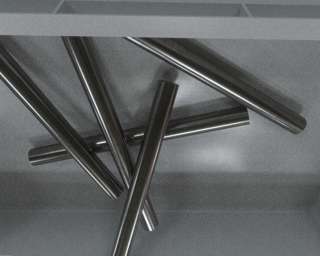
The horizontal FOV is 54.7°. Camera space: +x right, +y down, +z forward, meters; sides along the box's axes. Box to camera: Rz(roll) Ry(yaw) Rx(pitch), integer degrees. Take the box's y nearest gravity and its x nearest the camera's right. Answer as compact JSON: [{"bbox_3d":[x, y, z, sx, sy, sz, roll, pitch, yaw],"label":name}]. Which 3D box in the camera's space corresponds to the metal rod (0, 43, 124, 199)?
[{"bbox_3d":[-0.136,-0.018,0.369,0.025,0.025,0.299,-24,120,18],"label":"metal rod"}]

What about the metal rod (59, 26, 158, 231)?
[{"bbox_3d":[-0.053,0.022,0.395,0.025,0.025,0.298,-12,120,9],"label":"metal rod"}]

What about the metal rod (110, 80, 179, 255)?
[{"bbox_3d":[-0.029,0.085,0.403,0.025,0.025,0.298,13,105,-11],"label":"metal rod"}]

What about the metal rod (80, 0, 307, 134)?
[{"bbox_3d":[0.055,-0.063,0.356,0.302,0.025,0.025,25,126,-21],"label":"metal rod"}]

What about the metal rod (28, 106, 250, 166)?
[{"bbox_3d":[-0.034,0.012,0.419,0.301,0.025,0.025,-11,129,9],"label":"metal rod"}]
